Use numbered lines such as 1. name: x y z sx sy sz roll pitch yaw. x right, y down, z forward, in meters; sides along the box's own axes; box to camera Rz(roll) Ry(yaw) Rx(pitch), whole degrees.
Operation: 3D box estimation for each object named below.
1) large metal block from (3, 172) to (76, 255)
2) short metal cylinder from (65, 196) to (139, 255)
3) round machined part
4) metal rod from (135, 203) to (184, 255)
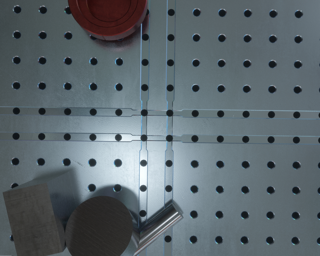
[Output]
1. large metal block: -0.142 0.105 0.385 0.050 0.080 0.080 -13 90 0
2. short metal cylinder: -0.069 0.130 0.383 0.080 0.050 0.080 -3 60 5
3. round machined part: -0.065 -0.163 0.404 0.099 0.042 0.097 0 90 0
4. metal rod: -0.094 0.203 0.412 0.300 0.025 0.025 -38 90 0
